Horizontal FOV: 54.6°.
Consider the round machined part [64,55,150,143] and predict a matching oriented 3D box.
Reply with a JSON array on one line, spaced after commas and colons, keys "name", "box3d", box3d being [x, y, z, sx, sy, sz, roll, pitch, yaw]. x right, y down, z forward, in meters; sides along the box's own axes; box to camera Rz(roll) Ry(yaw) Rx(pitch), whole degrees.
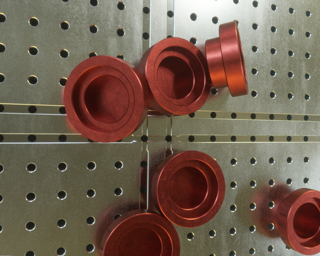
[{"name": "round machined part", "box3d": [-0.059, -0.034, 0.365, 0.098, 0.042, 0.097, 2, 98, 15]}]

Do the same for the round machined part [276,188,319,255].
[{"name": "round machined part", "box3d": [0.223, 0.142, 0.485, 0.099, 0.042, 0.097, 0, 90, -20]}]

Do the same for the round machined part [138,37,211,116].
[{"name": "round machined part", "box3d": [0.015, -0.064, 0.402, 0.099, 0.042, 0.098, 3, 84, -31]}]

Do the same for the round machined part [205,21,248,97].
[{"name": "round machined part", "box3d": [0.089, -0.089, 0.417, 0.042, 0.098, 0.097, -9, 94, 19]}]

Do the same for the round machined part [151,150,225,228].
[{"name": "round machined part", "box3d": [0.034, 0.078, 0.414, 0.099, 0.042, 0.098, 1, 87, -22]}]

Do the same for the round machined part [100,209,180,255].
[{"name": "round machined part", "box3d": [-0.027, 0.151, 0.394, 0.099, 0.042, 0.097, 0, 90, -20]}]
